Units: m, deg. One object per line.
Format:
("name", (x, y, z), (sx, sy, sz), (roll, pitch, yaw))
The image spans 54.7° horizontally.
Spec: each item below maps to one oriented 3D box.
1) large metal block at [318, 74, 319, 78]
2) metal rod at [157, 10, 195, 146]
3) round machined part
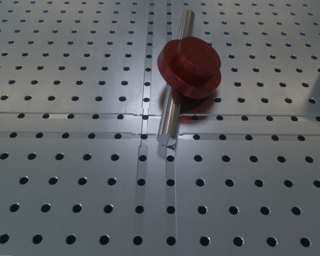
("large metal block", (0.298, -0.105, 0.462), (0.080, 0.080, 0.050), (26, 55, 20))
("metal rod", (0.031, -0.098, 0.490), (0.025, 0.025, 0.300), (7, 50, 5))
("round machined part", (0.049, -0.094, 0.451), (0.099, 0.042, 0.098), (16, 51, -21))
